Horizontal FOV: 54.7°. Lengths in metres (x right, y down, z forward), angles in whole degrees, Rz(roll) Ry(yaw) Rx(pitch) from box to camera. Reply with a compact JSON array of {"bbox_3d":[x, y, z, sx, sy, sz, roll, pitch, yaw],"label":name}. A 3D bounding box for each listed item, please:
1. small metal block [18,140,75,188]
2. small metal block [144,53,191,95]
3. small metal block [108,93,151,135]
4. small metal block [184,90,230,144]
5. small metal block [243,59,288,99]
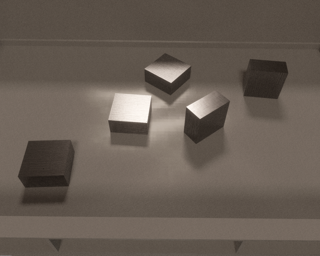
[{"bbox_3d":[-0.133,0.042,0.368,0.050,0.025,0.050,-1,50,-2],"label":"small metal block"},{"bbox_3d":[0.012,-0.083,0.475,0.050,0.025,0.050,32,57,23],"label":"small metal block"},{"bbox_3d":[-0.039,-0.019,0.421,0.050,0.025,0.050,4,50,3],"label":"small metal block"},{"bbox_3d":[0.060,-0.014,0.401,0.050,0.050,0.025,-30,57,-23],"label":"small metal block"},{"bbox_3d":[0.151,-0.071,0.450,0.050,0.050,0.025,6,50,4],"label":"small metal block"}]
